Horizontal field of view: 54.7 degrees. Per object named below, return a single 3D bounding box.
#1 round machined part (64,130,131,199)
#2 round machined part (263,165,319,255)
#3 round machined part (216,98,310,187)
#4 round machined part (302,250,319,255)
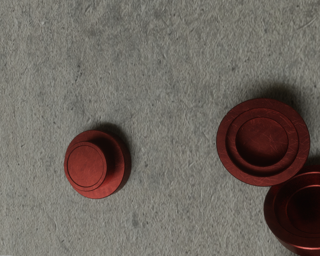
[{"bbox_3d":[-0.093,0.051,0.433,0.098,0.042,0.097,0,90,20],"label":"round machined part"},{"bbox_3d":[0.164,0.089,0.323,0.098,0.098,0.042,-28,121,18],"label":"round machined part"},{"bbox_3d":[0.118,0.015,0.358,0.098,0.042,0.097,0,90,20],"label":"round machined part"},{"bbox_3d":[0.178,0.169,0.324,0.098,0.042,0.097,6,116,14],"label":"round machined part"}]
